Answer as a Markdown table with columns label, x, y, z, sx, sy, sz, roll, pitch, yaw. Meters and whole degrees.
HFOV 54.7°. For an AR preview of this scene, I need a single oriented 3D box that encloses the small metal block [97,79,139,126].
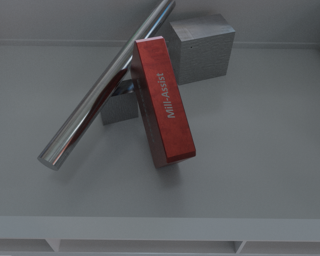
| label | x | y | z | sx | sy | sz | roll | pitch | yaw |
| --- | --- | --- | --- | --- | --- | --- | --- | --- | --- |
| small metal block | -0.058 | -0.034 | 0.417 | 0.050 | 0.050 | 0.025 | -14 | 52 | -12 |

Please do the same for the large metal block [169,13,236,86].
| label | x | y | z | sx | sy | sz | roll | pitch | yaw |
| --- | --- | --- | --- | --- | --- | --- | --- | --- | --- |
| large metal block | 0.059 | -0.118 | 0.470 | 0.081 | 0.080 | 0.050 | -14 | 52 | -12 |

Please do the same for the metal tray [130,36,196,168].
| label | x | y | z | sx | sy | sz | roll | pitch | yaw |
| --- | --- | --- | --- | --- | --- | --- | --- | --- | --- |
| metal tray | -0.001 | -0.023 | 0.348 | 0.030 | 0.090 | 0.129 | -13 | 81 | -11 |

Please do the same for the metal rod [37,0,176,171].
| label | x | y | z | sx | sy | sz | roll | pitch | yaw |
| --- | --- | --- | --- | --- | --- | --- | --- | --- | --- |
| metal rod | -0.053 | -0.076 | 0.396 | 0.025 | 0.025 | 0.300 | 21 | 60 | 16 |
